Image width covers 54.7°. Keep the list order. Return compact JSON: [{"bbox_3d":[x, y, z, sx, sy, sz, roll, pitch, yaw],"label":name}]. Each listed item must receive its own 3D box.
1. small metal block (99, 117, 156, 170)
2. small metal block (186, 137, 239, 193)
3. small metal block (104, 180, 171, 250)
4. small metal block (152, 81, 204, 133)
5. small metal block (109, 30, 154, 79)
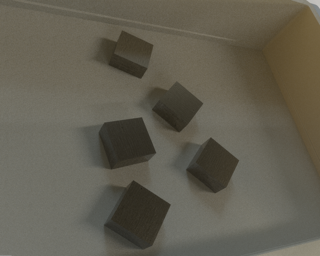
[{"bbox_3d":[-0.040,0.018,0.373,0.050,0.025,0.050,-10,67,-32],"label":"small metal block"},{"bbox_3d":[0.071,0.049,0.413,0.050,0.025,0.050,39,51,-2],"label":"small metal block"},{"bbox_3d":[-0.024,0.094,0.335,0.050,0.025,0.050,34,51,-6],"label":"small metal block"},{"bbox_3d":[0.026,-0.030,0.438,0.050,0.025,0.050,40,51,-1],"label":"small metal block"},{"bbox_3d":[-0.041,-0.106,0.448,0.050,0.025,0.050,22,54,-15],"label":"small metal block"}]
